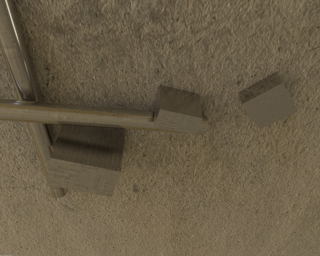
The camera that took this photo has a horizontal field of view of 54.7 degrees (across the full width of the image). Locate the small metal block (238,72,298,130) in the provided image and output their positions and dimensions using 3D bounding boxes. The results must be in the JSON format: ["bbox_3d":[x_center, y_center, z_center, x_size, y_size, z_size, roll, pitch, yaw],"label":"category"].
[{"bbox_3d":[0.133,-0.032,0.382,0.050,0.025,0.050,-29,125,22],"label":"small metal block"}]

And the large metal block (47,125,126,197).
[{"bbox_3d":[-0.092,0.034,0.399,0.081,0.080,0.050,13,129,-12],"label":"large metal block"}]

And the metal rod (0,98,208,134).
[{"bbox_3d":[-0.088,-0.014,0.370,0.302,0.025,0.025,4,131,-13],"label":"metal rod"}]

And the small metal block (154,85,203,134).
[{"bbox_3d":[0.021,-0.023,0.372,0.050,0.050,0.025,12,129,-11],"label":"small metal block"}]

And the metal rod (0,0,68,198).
[{"bbox_3d":[-0.157,-0.013,0.393,0.025,0.025,0.298,0,130,-1],"label":"metal rod"}]
